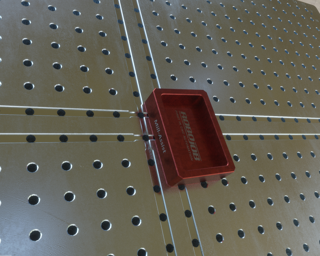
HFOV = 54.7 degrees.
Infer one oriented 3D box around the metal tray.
[{"bbox_3d":[0.039,0.008,0.422,0.091,0.030,0.130,-2,63,-30],"label":"metal tray"}]
